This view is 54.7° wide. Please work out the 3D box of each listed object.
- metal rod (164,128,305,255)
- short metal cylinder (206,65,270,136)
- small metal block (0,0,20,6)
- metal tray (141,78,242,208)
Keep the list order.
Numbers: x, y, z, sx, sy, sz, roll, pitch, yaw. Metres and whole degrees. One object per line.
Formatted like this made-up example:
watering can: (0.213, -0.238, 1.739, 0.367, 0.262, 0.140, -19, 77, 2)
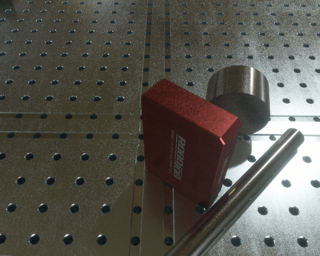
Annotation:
metal rod: (0.067, 0.091, 0.332, 0.302, 0.025, 0.025, -37, 59, -27)
short metal cylinder: (0.100, -0.034, 0.402, 0.080, 0.080, 0.050, 8, 51, 6)
small metal block: (-0.315, -0.277, 0.636, 0.050, 0.025, 0.050, 10, 51, 7)
metal tray: (0.026, 0.021, 0.322, 0.090, 0.129, 0.030, 31, 57, 23)
